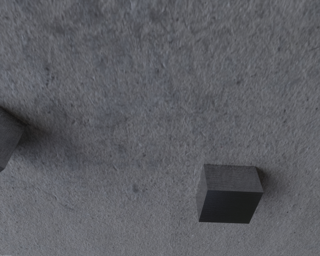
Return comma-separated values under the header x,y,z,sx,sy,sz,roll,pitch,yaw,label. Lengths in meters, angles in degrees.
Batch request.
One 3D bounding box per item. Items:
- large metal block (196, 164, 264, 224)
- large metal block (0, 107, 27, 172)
x,y,z,sx,sy,sz,roll,pitch,yaw,label
0.104,0.103,0.480,0.081,0.050,0.079,3,130,-3,large metal block
-0.226,0.027,0.390,0.080,0.080,0.050,-33,123,24,large metal block
